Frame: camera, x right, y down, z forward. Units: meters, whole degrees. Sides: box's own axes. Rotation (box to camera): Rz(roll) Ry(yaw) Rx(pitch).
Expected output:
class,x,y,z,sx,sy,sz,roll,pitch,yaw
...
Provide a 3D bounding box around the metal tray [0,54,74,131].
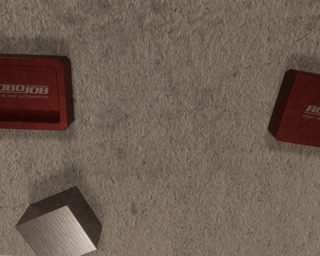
class,x,y,z,sx,sy,sz,roll,pitch,yaw
metal tray,-0.179,-0.045,0.387,0.131,0.030,0.089,2,110,-1

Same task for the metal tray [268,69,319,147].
class,x,y,z,sx,sy,sz,roll,pitch,yaw
metal tray,0.219,-0.020,0.403,0.131,0.030,0.089,9,110,-4

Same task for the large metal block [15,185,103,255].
class,x,y,z,sx,sy,sz,roll,pitch,yaw
large metal block,-0.142,0.142,0.447,0.080,0.050,0.080,-23,109,8
